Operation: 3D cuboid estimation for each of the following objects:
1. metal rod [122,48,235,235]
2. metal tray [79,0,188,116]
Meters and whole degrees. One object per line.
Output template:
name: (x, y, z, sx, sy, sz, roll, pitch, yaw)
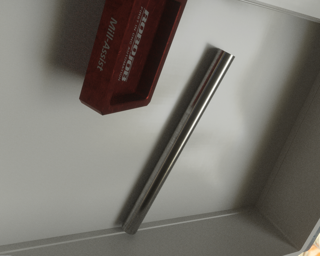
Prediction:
metal rod: (0.019, 0.030, 0.438, 0.025, 0.025, 0.298, 16, 110, -35)
metal tray: (-0.025, -0.081, 0.313, 0.091, 0.030, 0.129, -20, 135, -59)
